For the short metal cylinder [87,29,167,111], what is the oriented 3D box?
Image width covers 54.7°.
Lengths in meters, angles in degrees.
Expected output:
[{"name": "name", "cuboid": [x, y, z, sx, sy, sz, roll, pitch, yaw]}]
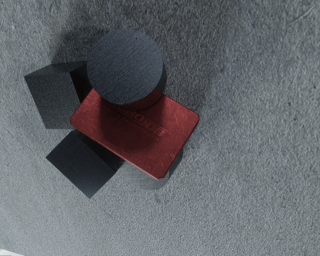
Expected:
[{"name": "short metal cylinder", "cuboid": [-0.034, -0.062, 0.346, 0.080, 0.050, 0.080, -1, 84, 5]}]

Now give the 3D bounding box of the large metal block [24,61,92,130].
[{"name": "large metal block", "cuboid": [-0.126, -0.045, 0.428, 0.080, 0.050, 0.080, 1, 119, 27]}]

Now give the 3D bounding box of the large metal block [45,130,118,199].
[{"name": "large metal block", "cuboid": [-0.104, 0.046, 0.447, 0.080, 0.080, 0.050, 44, 93, -3]}]

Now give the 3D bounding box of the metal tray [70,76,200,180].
[{"name": "metal tray", "cuboid": [-0.030, -0.007, 0.379, 0.130, 0.090, 0.030, 31, 168, 8]}]

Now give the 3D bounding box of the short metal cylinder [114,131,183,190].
[{"name": "short metal cylinder", "cuboid": [-0.015, 0.038, 0.424, 0.080, 0.050, 0.079, 13, 124, 21]}]
